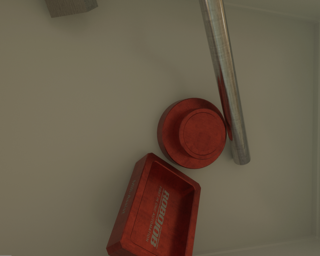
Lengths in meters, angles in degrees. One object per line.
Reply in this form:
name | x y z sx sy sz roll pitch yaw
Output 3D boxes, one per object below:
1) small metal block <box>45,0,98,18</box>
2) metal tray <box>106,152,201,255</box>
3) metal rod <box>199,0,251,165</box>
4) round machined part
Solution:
small metal block | -0.105 -0.156 0.348 0.025 0.050 0.050 -60 143 -50
metal tray | 0.000 0.103 0.370 0.090 0.030 0.130 35 41 -17
metal rod | 0.079 -0.070 0.377 0.025 0.025 0.299 -32 125 -17
round machined part | 0.049 0.008 0.421 0.099 0.042 0.097 0 90 -20
